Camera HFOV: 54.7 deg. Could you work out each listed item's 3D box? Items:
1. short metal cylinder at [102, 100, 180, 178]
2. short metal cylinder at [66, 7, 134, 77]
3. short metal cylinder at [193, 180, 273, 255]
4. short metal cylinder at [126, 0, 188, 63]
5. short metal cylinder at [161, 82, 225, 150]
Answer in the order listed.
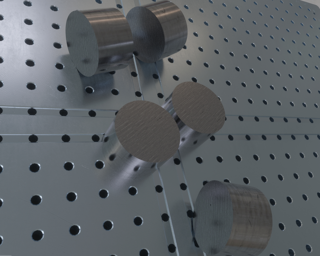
[{"bbox_3d":[-0.023,0.014,0.371,0.081,0.050,0.080,14,56,-21],"label":"short metal cylinder"},{"bbox_3d":[-0.079,-0.111,0.398,0.050,0.080,0.080,-23,74,-36],"label":"short metal cylinder"},{"bbox_3d":[0.080,0.103,0.352,0.050,0.080,0.080,13,56,-21],"label":"short metal cylinder"},{"bbox_3d":[-0.007,-0.142,0.455,0.050,0.080,0.080,-33,80,-38],"label":"short metal cylinder"},{"bbox_3d":[0.041,-0.016,0.424,0.081,0.050,0.080,14,56,-21],"label":"short metal cylinder"}]
